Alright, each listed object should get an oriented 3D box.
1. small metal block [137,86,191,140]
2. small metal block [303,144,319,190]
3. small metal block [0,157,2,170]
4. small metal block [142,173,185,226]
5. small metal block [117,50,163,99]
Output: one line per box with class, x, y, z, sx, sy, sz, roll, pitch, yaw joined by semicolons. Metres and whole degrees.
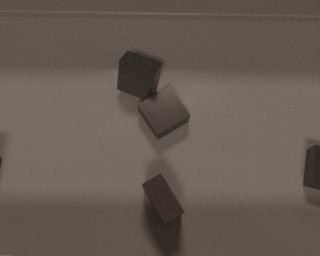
small metal block;0.005;-0.020;0.417;0.050;0.025;0.050;-31;74;-11
small metal block;0.215;0.054;0.393;0.050;0.025;0.050;14;70;4
small metal block;-0.220;0.054;0.374;0.025;0.050;0.050;0;70;0
small metal block;0.003;0.086;0.365;0.025;0.050;0.050;-29;73;-10
small metal block;-0.028;-0.069;0.418;0.050;0.050;0.025;22;47;8
